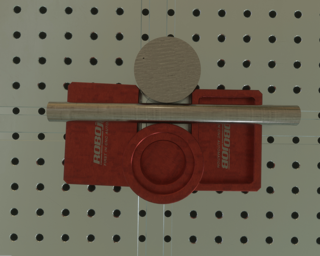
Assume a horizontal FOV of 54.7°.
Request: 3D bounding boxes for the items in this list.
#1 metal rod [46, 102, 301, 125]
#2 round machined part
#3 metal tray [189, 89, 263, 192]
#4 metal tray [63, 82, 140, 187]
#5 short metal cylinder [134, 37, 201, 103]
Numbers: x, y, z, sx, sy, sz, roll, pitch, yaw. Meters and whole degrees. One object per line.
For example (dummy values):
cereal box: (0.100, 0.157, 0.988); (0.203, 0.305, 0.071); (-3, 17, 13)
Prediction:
metal rod: (0.017, -0.018, 0.379); (0.302, 0.025, 0.025); (1, 90, -1)
round machined part: (0.004, 0.043, 0.392); (0.099, 0.042, 0.097); (0, 90, 0)
metal tray: (0.084, 0.016, 0.407); (0.091, 0.030, 0.129); (1, 90, 0)
metal tray: (-0.074, 0.008, 0.405); (0.091, 0.030, 0.129); (3, 90, 0)
short metal cylinder: (0.009, -0.070, 0.397); (0.081, 0.050, 0.079); (0, 90, 0)
